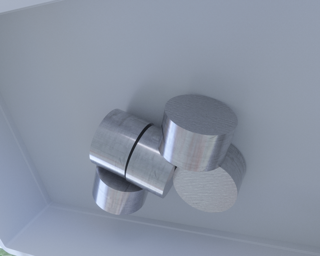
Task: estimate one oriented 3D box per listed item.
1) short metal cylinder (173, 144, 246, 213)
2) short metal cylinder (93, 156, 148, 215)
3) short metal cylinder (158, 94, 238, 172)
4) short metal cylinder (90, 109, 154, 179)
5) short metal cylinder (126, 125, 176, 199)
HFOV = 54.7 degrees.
[{"bbox_3d":[0.063,0.059,0.392,0.080,0.050,0.079,13,124,20],"label":"short metal cylinder"},{"bbox_3d":[-0.054,0.076,0.445,0.080,0.080,0.050,26,127,11],"label":"short metal cylinder"},{"bbox_3d":[0.041,0.004,0.351,0.080,0.080,0.050,21,126,15],"label":"short metal cylinder"},{"bbox_3d":[-0.048,0.021,0.407,0.050,0.080,0.079,23,127,14],"label":"short metal cylinder"},{"bbox_3d":[-0.001,0.043,0.398,0.050,0.080,0.079,24,127,13],"label":"short metal cylinder"}]
